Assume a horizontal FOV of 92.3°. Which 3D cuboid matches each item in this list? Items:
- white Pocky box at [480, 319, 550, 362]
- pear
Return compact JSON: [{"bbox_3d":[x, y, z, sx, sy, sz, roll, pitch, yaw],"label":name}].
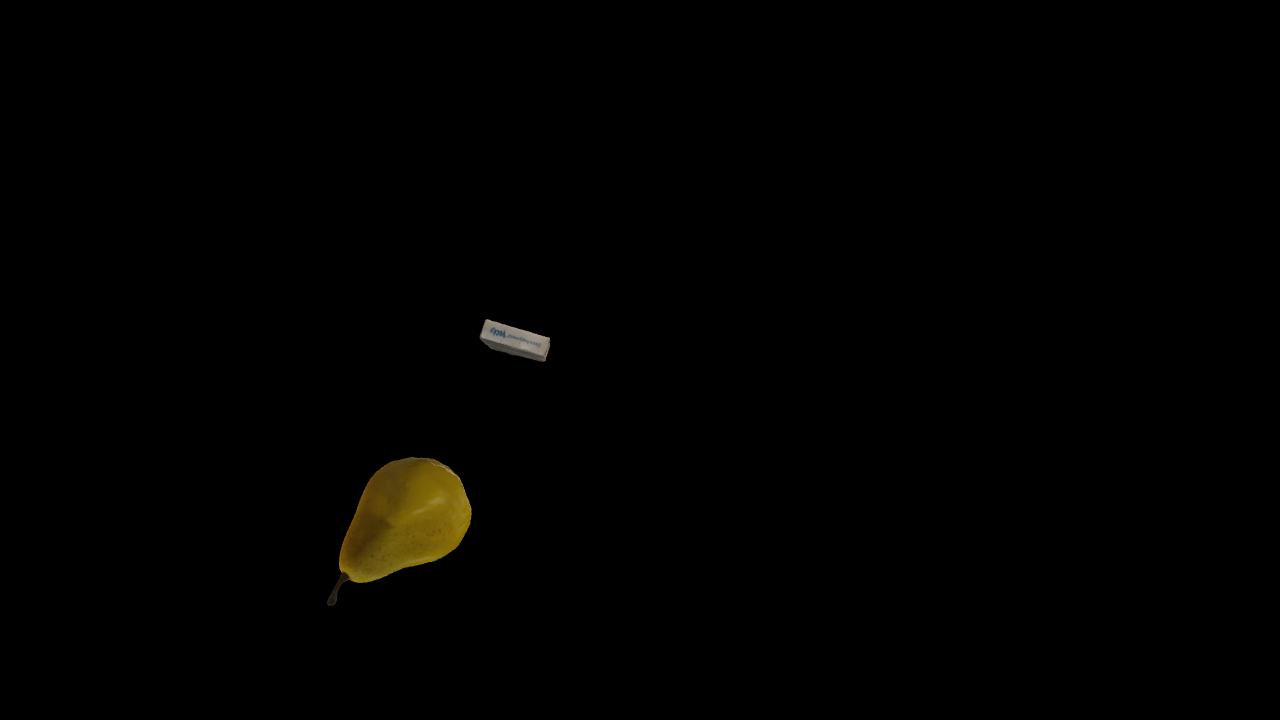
[{"bbox_3d":[-0.162,-0.022,0.817,0.084,0.028,0.154,16,-5,-8],"label":"white Pocky box"},{"bbox_3d":[-0.178,0.119,0.433,0.080,0.080,0.111,0,21,39],"label":"pear"}]
